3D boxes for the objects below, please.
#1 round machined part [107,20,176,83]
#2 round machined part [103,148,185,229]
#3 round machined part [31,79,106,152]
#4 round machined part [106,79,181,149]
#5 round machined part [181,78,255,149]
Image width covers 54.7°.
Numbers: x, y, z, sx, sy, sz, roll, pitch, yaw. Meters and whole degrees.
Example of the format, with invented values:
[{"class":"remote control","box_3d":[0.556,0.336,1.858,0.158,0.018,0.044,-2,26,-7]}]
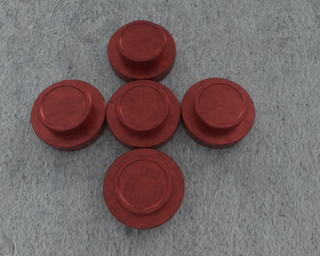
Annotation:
[{"class":"round machined part","box_3d":[-0.026,-0.113,0.442,0.099,0.042,0.098,0,70,-1]},{"class":"round machined part","box_3d":[-0.019,0.071,0.374,0.099,0.042,0.098,0,70,-1]},{"class":"round machined part","box_3d":[-0.120,-0.021,0.407,0.099,0.042,0.098,0,70,-1]},{"class":"round machined part","box_3d":[-0.022,-0.021,0.408,0.099,0.042,0.098,0,70,-1]},{"class":"round machined part","box_3d":[0.077,-0.024,0.410,0.099,0.042,0.098,0,70,-1]}]
